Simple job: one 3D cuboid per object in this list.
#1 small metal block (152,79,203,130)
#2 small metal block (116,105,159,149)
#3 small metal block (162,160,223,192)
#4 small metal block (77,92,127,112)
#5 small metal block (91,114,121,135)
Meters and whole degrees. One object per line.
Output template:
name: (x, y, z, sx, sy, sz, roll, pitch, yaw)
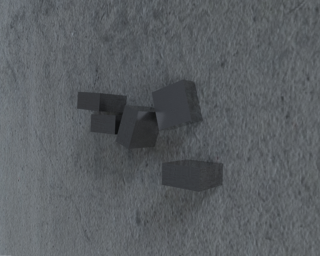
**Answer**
small metal block: (0.021, -0.027, 0.386, 0.050, 0.025, 0.050, -18, 79, 38)
small metal block: (-0.026, -0.002, 0.408, 0.025, 0.050, 0.050, 26, 106, 37)
small metal block: (0.038, 0.053, 0.356, 0.050, 0.050, 0.025, 2, 92, 39)
small metal block: (-0.085, -0.038, 0.457, 0.050, 0.050, 0.025, 8, 95, 39)
small metal block: (-0.061, -0.006, 0.437, 0.050, 0.050, 0.025, 4, 93, 39)
